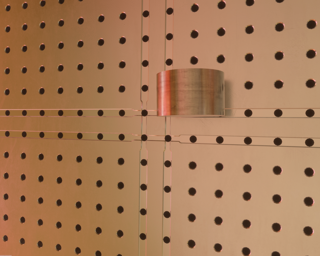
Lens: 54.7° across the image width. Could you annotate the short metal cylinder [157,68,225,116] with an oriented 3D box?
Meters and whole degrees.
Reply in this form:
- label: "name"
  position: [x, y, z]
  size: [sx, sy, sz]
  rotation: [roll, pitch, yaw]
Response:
- label: "short metal cylinder"
  position: [0.036, -0.039, 0.370]
  size: [0.080, 0.080, 0.050]
  rotation: [-1, 90, 19]
